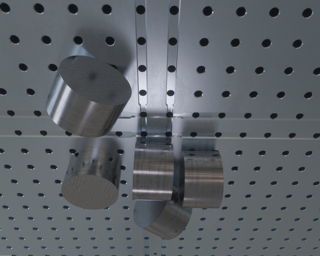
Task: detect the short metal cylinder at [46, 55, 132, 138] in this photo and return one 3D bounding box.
[{"bbox_3d":[-0.079,-0.035,0.344,0.080,0.080,0.050,22,127,-18],"label":"short metal cylinder"}]

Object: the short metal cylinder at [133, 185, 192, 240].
[{"bbox_3d":[0.004,0.126,0.482,0.050,0.080,0.080,36,121,-27],"label":"short metal cylinder"}]

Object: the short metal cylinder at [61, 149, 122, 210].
[{"bbox_3d":[-0.099,0.077,0.459,0.081,0.050,0.079,0,130,0],"label":"short metal cylinder"}]

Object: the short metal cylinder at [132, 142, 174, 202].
[{"bbox_3d":[-0.010,0.060,0.426,0.050,0.080,0.079,3,130,-3],"label":"short metal cylinder"}]

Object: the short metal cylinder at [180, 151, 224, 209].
[{"bbox_3d":[0.056,0.072,0.438,0.050,0.080,0.079,2,130,-2],"label":"short metal cylinder"}]
